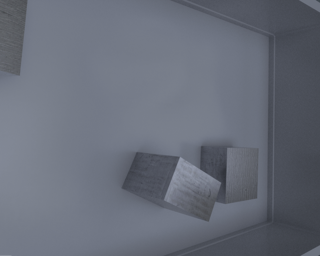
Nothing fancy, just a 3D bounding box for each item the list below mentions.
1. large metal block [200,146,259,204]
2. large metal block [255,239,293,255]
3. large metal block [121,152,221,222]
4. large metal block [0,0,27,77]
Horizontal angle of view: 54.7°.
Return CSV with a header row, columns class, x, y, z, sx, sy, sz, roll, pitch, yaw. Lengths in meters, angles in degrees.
class,x,y,z,sx,sy,sz,roll,pitch,yaw
large metal block,0.109,0.070,0.485,0.081,0.050,0.080,4,88,-40
large metal block,0.212,0.271,0.575,0.080,0.050,0.080,-48,119,-29
large metal block,0.014,0.072,0.385,0.080,0.080,0.050,34,69,-35
large metal block,-0.157,-0.088,0.242,0.080,0.050,0.080,10,83,-62
